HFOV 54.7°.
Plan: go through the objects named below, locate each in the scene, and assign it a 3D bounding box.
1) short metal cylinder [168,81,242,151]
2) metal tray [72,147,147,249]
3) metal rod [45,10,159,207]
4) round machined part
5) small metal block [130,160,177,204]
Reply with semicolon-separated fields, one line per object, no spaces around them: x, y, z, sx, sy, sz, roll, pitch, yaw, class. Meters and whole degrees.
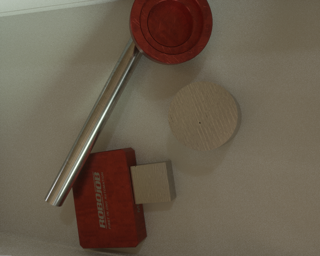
0.056;-0.014;0.377;0.080;0.050;0.079;0;90;19;short metal cylinder
-0.074;0.097;0.432;0.090;0.030;0.129;-9;87;20;metal tray
-0.072;-0.033;0.413;0.025;0.025;0.299;28;91;17;metal rod
0.011;-0.127;0.382;0.099;0.042;0.097;-1;97;-10;round machined part
-0.009;0.072;0.413;0.050;0.025;0.050;-9;87;19;small metal block
